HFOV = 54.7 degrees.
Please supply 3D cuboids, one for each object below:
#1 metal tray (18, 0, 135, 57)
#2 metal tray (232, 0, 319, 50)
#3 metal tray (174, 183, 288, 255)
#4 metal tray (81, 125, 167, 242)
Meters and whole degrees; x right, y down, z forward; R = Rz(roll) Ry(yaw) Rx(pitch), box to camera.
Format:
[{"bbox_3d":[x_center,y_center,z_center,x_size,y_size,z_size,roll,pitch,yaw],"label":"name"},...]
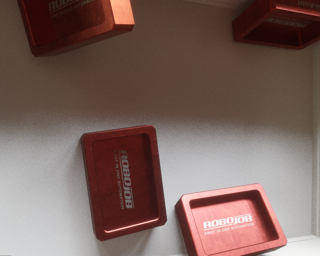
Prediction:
[{"bbox_3d":[-0.093,-0.131,0.320,0.030,0.130,0.089,-25,106,-53],"label":"metal tray"},{"bbox_3d":[0.182,-0.150,0.442,0.131,0.090,0.030,1,78,-21],"label":"metal tray"},{"bbox_3d":[0.095,0.129,0.419,0.131,0.030,0.090,-4,56,-21],"label":"metal tray"},{"bbox_3d":[-0.045,0.065,0.392,0.091,0.030,0.129,-8,93,-20],"label":"metal tray"}]
